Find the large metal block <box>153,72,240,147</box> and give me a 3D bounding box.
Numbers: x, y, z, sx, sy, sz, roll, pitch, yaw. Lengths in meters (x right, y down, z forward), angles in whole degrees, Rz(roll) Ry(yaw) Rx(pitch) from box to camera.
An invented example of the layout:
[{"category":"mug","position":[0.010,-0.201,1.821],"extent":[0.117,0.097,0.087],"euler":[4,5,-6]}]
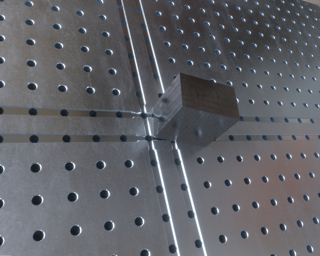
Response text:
[{"category":"large metal block","position":[0.045,-0.020,0.408],"extent":[0.081,0.080,0.050],"euler":[11,57,-22]}]
